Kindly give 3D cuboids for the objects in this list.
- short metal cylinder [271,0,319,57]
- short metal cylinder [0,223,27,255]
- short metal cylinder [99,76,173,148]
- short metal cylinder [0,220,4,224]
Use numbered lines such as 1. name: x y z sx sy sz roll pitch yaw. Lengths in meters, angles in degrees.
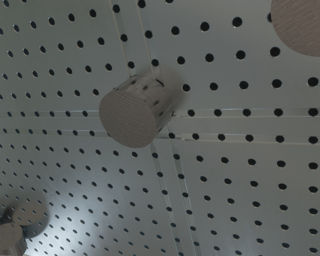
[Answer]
1. short metal cylinder: 0.138 -0.105 0.257 0.080 0.050 0.079 13 124 21
2. short metal cylinder: -0.366 0.276 0.739 0.080 0.080 0.050 14 124 20
3. short metal cylinder: -0.030 -0.021 0.398 0.080 0.050 0.079 13 124 21
4. short metal cylinder: -0.438 0.262 0.769 0.050 0.080 0.079 7 121 25
